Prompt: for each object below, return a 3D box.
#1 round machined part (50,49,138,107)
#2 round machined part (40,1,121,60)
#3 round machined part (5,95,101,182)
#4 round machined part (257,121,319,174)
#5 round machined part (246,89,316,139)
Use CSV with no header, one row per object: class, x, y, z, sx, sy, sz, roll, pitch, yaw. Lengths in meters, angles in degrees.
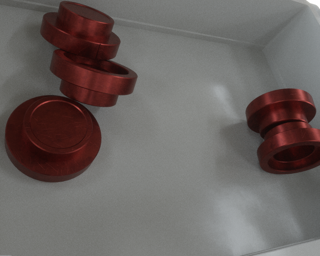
round machined part,-0.079,-0.057,0.366,0.099,0.042,0.098,18,18,-6
round machined part,-0.097,-0.128,0.395,0.099,0.042,0.098,19,27,-10
round machined part,-0.111,0.005,0.332,0.099,0.042,0.098,14,56,-21
round machined part,0.189,0.026,0.445,0.099,0.097,0.042,12,53,-22
round machined part,0.182,-0.013,0.465,0.099,0.097,0.042,13,57,-22
